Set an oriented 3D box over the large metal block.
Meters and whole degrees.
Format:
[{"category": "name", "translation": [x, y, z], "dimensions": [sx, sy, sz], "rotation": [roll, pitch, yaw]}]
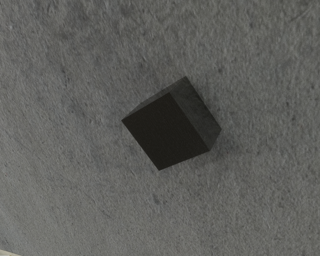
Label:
[{"category": "large metal block", "translation": [0.015, -0.004, 0.379], "dimensions": [0.080, 0.050, 0.080], "rotation": [-27, 104, 37]}]
